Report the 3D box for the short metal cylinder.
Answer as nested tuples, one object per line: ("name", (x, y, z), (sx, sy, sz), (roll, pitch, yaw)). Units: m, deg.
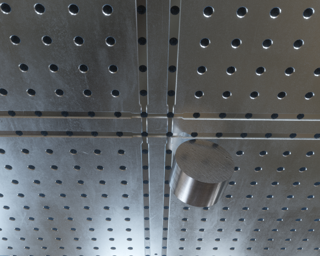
("short metal cylinder", (0.056, 0.061, 0.427), (0.080, 0.080, 0.050), (7, 130, -6))
